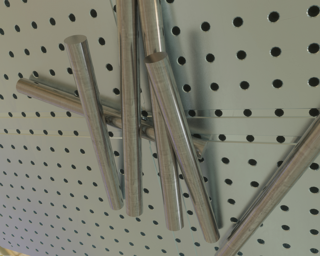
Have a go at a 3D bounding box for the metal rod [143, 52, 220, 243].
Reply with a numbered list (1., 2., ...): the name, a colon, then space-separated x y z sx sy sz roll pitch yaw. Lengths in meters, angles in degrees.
1. metal rod: 0.037 0.047 0.390 0.025 0.025 0.299 1 129 28

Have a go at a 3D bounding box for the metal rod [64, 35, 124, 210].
1. metal rod: -0.084 0.017 0.437 0.025 0.025 0.298 13 133 21

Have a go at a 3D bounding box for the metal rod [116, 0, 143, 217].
1. metal rod: -0.036 -0.017 0.392 0.025 0.025 0.298 10 114 23

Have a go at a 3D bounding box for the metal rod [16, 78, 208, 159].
1. metal rod: -0.079 -0.019 0.441 0.301 0.025 0.025 19 126 17

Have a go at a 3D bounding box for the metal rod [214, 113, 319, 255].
1. metal rod: 0.137 0.094 0.396 0.025 0.025 0.298 28 128 11

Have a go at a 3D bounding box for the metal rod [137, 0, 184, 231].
1. metal rod: 0.004 -0.006 0.378 0.025 0.025 0.298 3 112 27
